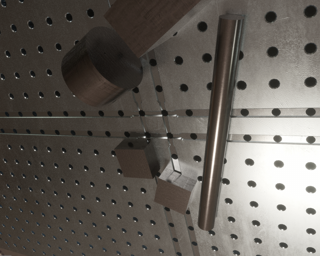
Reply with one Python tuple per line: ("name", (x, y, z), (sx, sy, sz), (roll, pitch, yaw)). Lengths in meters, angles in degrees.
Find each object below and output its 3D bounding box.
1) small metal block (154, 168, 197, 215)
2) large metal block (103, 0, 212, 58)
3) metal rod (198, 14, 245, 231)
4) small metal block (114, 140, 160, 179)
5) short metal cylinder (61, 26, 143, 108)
("small metal block", (0.022, 0.093, 0.456), (0.050, 0.025, 0.050), (21, 126, 15))
("large metal block", (0.006, -0.121, 0.296), (0.080, 0.080, 0.050), (-34, 100, 38))
("metal rod", (0.070, 0.017, 0.384), (0.025, 0.025, 0.298), (14, 124, 20))
("small metal block", (-0.033, 0.046, 0.456), (0.050, 0.025, 0.050), (-2, 118, 28))
("short metal cylinder", (-0.067, -0.071, 0.366), (0.050, 0.080, 0.080), (-29, 103, 37))
